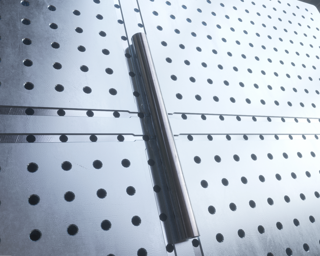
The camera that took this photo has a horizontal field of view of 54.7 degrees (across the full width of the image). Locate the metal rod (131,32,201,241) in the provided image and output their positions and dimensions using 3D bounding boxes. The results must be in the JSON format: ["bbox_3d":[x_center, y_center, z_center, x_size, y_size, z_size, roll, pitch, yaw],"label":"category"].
[{"bbox_3d":[0.001,-0.006,0.414,0.025,0.025,0.299,0,62,-28],"label":"metal rod"}]
